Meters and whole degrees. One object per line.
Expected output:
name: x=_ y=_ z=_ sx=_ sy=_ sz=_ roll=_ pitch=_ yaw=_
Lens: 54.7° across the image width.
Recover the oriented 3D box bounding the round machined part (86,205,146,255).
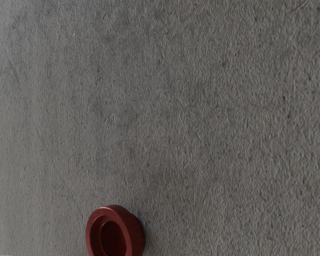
round machined part: x=-0.059 y=0.159 z=0.443 sx=0.098 sy=0.042 sz=0.097 roll=0 pitch=90 yaw=40
